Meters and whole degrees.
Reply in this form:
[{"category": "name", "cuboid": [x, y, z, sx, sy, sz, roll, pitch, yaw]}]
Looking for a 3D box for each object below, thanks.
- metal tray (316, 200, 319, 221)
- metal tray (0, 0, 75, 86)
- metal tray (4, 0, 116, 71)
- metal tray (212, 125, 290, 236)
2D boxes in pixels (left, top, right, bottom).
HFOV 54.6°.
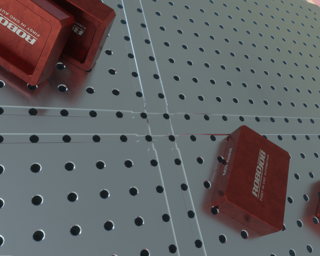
[{"category": "metal tray", "cuboid": [0.312, 0.143, 0.484, 0.130, 0.030, 0.090, 41, 51, 0]}, {"category": "metal tray", "cuboid": [-0.171, -0.119, 0.343, 0.130, 0.090, 0.030, 34, 31, -6]}, {"category": "metal tray", "cuboid": [-0.129, -0.138, 0.380, 0.130, 0.090, 0.030, 30, 52, -9]}, {"category": "metal tray", "cuboid": [0.131, 0.069, 0.433, 0.090, 0.030, 0.130, 31, 52, -8]}]
